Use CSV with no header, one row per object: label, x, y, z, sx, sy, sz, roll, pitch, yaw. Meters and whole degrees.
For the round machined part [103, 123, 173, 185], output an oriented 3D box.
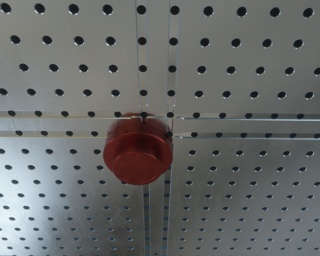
round machined part,-0.031,0.043,0.437,0.099,0.042,0.097,0,130,0
